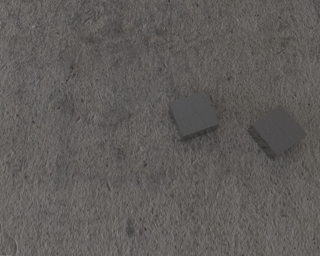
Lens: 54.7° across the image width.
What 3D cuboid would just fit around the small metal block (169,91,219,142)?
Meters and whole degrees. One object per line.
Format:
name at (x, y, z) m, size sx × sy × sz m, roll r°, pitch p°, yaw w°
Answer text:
small metal block at (0.044, -0.015, 0.414) m, size 0.050 × 0.025 × 0.050 m, roll -19°, pitch 71°, yaw -7°

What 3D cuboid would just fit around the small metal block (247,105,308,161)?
small metal block at (0.153, 0.006, 0.407) m, size 0.050 × 0.025 × 0.050 m, roll -32°, pitch 73°, yaw -11°
